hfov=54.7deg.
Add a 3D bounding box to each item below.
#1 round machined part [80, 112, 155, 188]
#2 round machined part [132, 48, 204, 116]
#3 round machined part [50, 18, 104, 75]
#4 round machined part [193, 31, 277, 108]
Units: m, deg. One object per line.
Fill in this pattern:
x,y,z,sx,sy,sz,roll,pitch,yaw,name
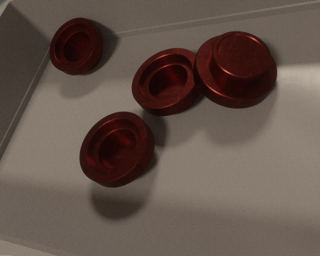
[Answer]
-0.051,0.031,0.401,0.098,0.042,0.098,-13,56,20,round machined part
0.015,-0.057,0.421,0.098,0.042,0.098,-13,56,20,round machined part
-0.139,-0.137,0.539,0.098,0.042,0.098,-6,75,23,round machined part
0.091,-0.075,0.367,0.099,0.042,0.098,2,63,-4,round machined part
